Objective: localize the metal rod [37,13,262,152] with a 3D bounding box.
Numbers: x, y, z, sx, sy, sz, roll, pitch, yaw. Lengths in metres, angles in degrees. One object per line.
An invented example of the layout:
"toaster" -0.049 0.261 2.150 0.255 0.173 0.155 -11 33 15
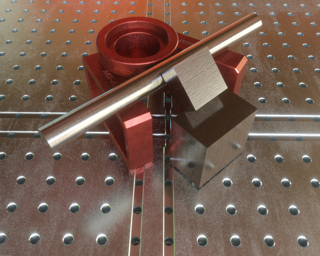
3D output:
"metal rod" 0.010 -0.064 0.344 0.302 0.025 0.025 -33 58 -25

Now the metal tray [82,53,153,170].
"metal tray" -0.053 -0.023 0.384 0.030 0.089 0.130 -23 54 -18

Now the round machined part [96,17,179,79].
"round machined part" -0.027 -0.094 0.385 0.099 0.042 0.098 0 50 0

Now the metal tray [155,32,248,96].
"metal tray" 0.046 -0.076 0.429 0.130 0.089 0.030 25 55 19

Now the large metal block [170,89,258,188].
"large metal block" 0.059 0.010 0.360 0.080 0.080 0.050 -34 58 -25

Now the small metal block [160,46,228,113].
"small metal block" 0.037 -0.051 0.328 0.050 0.050 0.025 -35 14 -26
